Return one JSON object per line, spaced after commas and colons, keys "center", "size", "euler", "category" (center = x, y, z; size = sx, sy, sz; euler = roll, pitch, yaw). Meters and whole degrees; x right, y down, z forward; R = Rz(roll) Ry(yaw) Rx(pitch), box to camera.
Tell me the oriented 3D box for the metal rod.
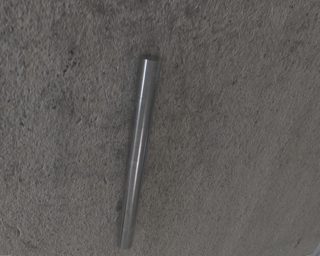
{"center": [-0.033, 0.051, 0.419], "size": [0.025, 0.025, 0.298], "euler": [-5, 121, -26], "category": "metal rod"}
